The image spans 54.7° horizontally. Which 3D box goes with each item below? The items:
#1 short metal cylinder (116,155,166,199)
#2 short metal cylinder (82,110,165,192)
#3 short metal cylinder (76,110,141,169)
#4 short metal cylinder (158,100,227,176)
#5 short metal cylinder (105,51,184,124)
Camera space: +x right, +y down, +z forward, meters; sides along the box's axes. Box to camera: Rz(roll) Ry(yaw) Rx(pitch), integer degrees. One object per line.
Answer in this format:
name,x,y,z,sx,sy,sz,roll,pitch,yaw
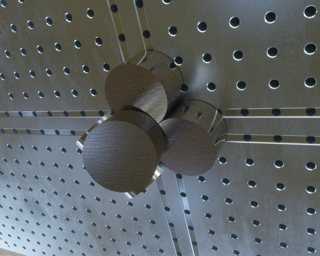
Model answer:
short metal cylinder,-0.032,0.049,0.421,0.050,0.080,0.080,47,129,-5
short metal cylinder,-0.038,0.024,0.345,0.080,0.050,0.079,2,106,9
short metal cylinder,-0.065,0.012,0.415,0.050,0.080,0.080,47,129,-5
short metal cylinder,0.037,0.012,0.381,0.080,0.050,0.079,13,124,20
short metal cylinder,-0.018,-0.047,0.373,0.080,0.050,0.079,13,124,20
